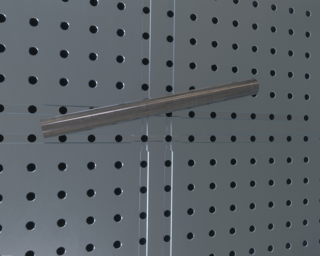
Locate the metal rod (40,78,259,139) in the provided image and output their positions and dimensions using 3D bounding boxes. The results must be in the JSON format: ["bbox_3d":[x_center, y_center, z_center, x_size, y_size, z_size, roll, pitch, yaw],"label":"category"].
[{"bbox_3d":[0.001,-0.030,0.412,0.302,0.025,0.025,-13,95,-20],"label":"metal rod"}]
